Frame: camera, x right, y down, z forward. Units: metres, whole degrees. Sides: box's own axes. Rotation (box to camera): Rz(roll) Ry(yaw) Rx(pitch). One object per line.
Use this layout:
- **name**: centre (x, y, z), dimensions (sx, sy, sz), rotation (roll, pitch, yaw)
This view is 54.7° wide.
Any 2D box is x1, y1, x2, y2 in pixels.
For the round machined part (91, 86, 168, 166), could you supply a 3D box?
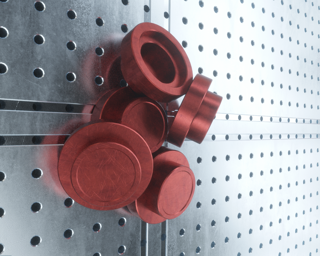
- **round machined part**: centre (-0.029, -0.003, 0.374), dimensions (0.099, 0.042, 0.097), rotation (0, 90, -40)

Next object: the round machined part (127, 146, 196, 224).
- **round machined part**: centre (0.007, 0.075, 0.390), dimensions (0.099, 0.042, 0.097), rotation (-16, 113, -43)

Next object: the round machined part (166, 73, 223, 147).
- **round machined part**: centre (0.048, -0.018, 0.402), dimensions (0.042, 0.098, 0.098), rotation (25, 69, 6)

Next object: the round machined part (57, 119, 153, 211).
- **round machined part**: centre (-0.056, 0.042, 0.322), dimensions (0.099, 0.042, 0.097), rotation (-2, 103, -10)

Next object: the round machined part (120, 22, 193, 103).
- **round machined part**: centre (-0.009, -0.075, 0.378), dimensions (0.099, 0.042, 0.098), rotation (23, 54, -36)
